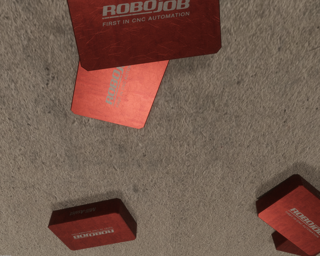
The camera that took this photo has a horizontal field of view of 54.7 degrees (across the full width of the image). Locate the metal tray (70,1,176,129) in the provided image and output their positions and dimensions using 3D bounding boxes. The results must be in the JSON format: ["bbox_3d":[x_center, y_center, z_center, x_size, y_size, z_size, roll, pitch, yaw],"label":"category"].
[{"bbox_3d":[-0.044,-0.064,0.349,0.091,0.030,0.129,13,129,-12],"label":"metal tray"}]

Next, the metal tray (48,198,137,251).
[{"bbox_3d":[-0.117,0.173,0.550,0.130,0.030,0.090,-14,129,11],"label":"metal tray"}]

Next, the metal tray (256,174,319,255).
[{"bbox_3d":[0.235,0.144,0.506,0.130,0.030,0.090,38,117,-12],"label":"metal tray"}]

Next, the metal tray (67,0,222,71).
[{"bbox_3d":[-0.013,-0.107,0.283,0.131,0.030,0.089,-9,112,-4],"label":"metal tray"}]

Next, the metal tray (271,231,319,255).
[{"bbox_3d":[0.283,0.188,0.569,0.091,0.030,0.129,18,128,-16],"label":"metal tray"}]
